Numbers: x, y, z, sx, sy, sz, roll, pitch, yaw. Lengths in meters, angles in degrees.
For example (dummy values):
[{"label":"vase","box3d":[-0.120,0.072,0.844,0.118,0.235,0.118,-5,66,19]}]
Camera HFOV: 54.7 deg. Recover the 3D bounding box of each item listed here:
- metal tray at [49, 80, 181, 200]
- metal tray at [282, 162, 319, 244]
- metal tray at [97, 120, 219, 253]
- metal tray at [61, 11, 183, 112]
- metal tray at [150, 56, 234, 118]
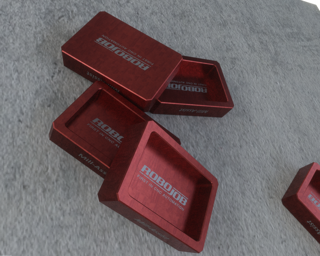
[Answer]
[{"label":"metal tray","box3d":[-0.049,0.013,0.366,0.130,0.030,0.090,37,51,-4]},{"label":"metal tray","box3d":[0.252,0.126,0.461,0.130,0.030,0.091,48,51,5]},{"label":"metal tray","box3d":[0.007,0.064,0.329,0.130,0.030,0.090,42,52,-30]},{"label":"metal tray","box3d":[-0.048,-0.089,0.404,0.130,0.030,0.090,31,61,5]},{"label":"metal tray","box3d":[0.040,-0.064,0.462,0.131,0.030,0.090,2,61,-28]}]
